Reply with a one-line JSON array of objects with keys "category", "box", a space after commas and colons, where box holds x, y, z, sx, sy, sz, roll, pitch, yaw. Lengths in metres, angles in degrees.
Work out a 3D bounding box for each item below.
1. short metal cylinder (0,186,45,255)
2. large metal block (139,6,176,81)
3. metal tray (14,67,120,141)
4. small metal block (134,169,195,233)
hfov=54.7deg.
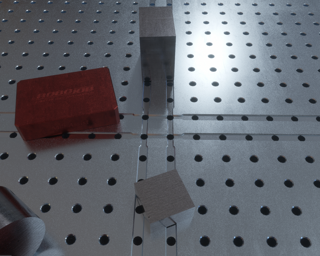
[{"category": "short metal cylinder", "box": [-0.156, 0.101, 0.286, 0.050, 0.080, 0.080, 32, 57, 24]}, {"category": "large metal block", "box": [-0.005, -0.131, 0.482, 0.050, 0.080, 0.080, -2, 50, -2]}, {"category": "metal tray", "box": [-0.129, -0.037, 0.435, 0.131, 0.030, 0.090, -11, 51, -9]}, {"category": "small metal block", "box": [0.004, 0.079, 0.341, 0.050, 0.025, 0.050, -17, 52, -14]}]
